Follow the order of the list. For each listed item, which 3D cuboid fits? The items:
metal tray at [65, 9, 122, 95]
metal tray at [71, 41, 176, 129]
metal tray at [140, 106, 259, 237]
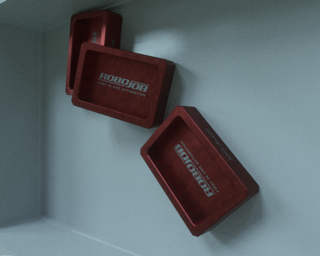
[{"bbox_3d":[-0.106,-0.113,0.488,0.090,0.030,0.129,10,96,39],"label":"metal tray"},{"bbox_3d":[-0.053,-0.059,0.420,0.130,0.030,0.089,17,101,20],"label":"metal tray"},{"bbox_3d":[0.040,0.048,0.368,0.090,0.030,0.130,-50,61,28],"label":"metal tray"}]
